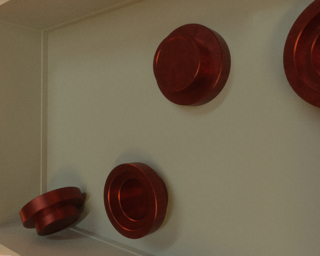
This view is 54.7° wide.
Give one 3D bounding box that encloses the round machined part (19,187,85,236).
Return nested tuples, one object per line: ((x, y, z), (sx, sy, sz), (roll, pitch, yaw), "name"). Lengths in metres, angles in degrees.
((-0.168, 0.138, 0.499), (0.098, 0.099, 0.042), (-45, 63, 31), "round machined part")

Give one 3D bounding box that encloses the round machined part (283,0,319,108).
((0.159, -0.063, 0.256), (0.098, 0.042, 0.097), (2, 93, 52), "round machined part")

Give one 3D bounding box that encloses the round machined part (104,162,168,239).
((-0.028, 0.095, 0.419), (0.098, 0.042, 0.097), (0, 90, 40), "round machined part")

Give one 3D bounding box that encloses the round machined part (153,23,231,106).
((0.030, -0.076, 0.371), (0.098, 0.042, 0.097), (0, 90, 40), "round machined part")
